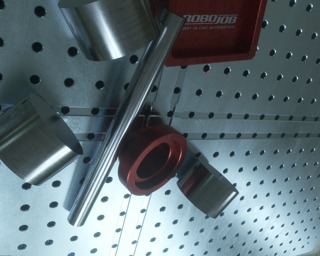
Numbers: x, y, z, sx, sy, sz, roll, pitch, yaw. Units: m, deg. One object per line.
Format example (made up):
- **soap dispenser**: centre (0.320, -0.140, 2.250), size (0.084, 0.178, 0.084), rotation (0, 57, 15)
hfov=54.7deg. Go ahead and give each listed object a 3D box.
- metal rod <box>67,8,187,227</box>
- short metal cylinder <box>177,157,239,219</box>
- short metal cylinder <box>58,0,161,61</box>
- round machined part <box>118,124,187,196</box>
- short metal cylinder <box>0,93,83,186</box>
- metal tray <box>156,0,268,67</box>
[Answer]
- **metal rod**: centre (-0.050, 0.006, 0.367), size (0.025, 0.025, 0.298), rotation (12, 119, -33)
- **short metal cylinder**: centre (0.072, 0.090, 0.470), size (0.080, 0.080, 0.050), rotation (34, 99, -39)
- **short metal cylinder**: centre (-0.045, -0.105, 0.286), size (0.080, 0.080, 0.050), rotation (-30, 128, -10)
- **round machined part**: centre (-0.014, 0.037, 0.403), size (0.099, 0.042, 0.097), rotation (-29, 140, -28)
- **short metal cylinder**: centre (-0.124, 0.011, 0.315), size (0.050, 0.080, 0.080), rotation (-38, 129, -3)
- **metal tray**: centre (0.060, -0.124, 0.363), size (0.131, 0.030, 0.089), rotation (-10, 123, -23)
